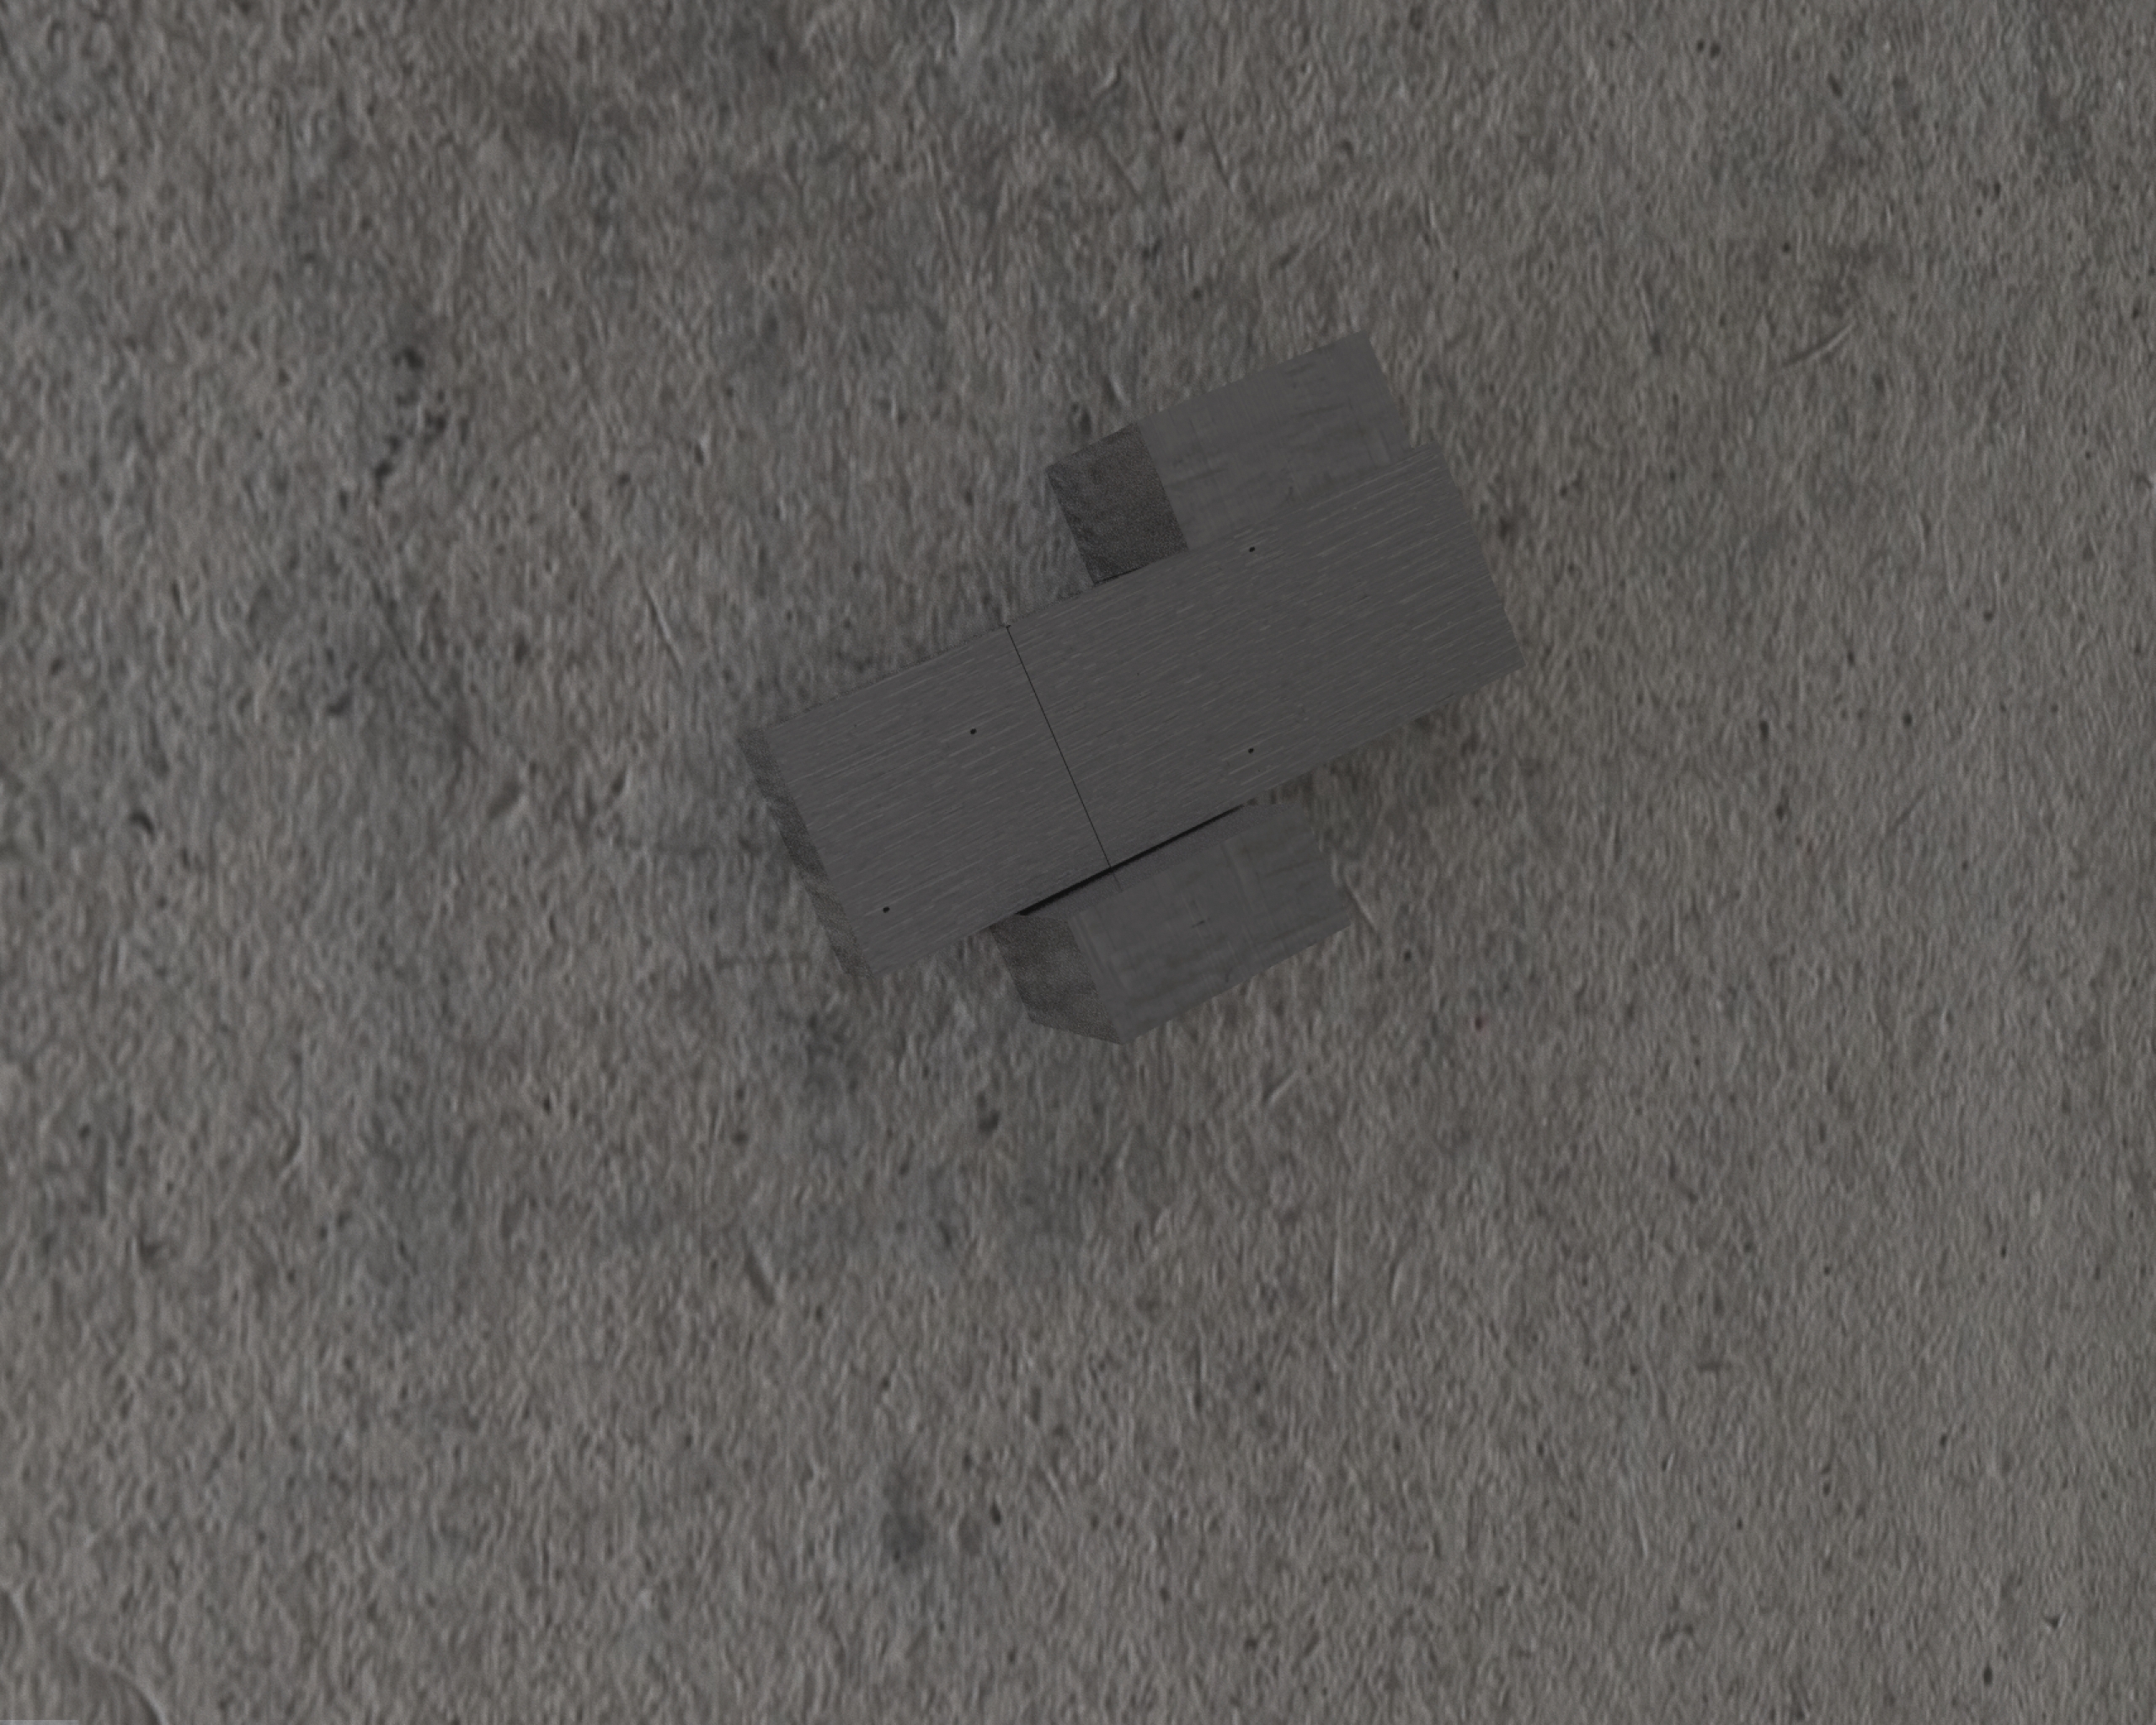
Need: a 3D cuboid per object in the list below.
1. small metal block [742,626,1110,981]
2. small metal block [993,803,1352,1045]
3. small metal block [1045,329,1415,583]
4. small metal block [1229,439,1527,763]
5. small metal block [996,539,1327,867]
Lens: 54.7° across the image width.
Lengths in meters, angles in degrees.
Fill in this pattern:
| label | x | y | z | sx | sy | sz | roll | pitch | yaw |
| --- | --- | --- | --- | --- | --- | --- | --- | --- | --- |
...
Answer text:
| label | x | y | z | sx | sy | sz | roll | pitch | yaw |
| --- | --- | --- | --- | --- | --- | --- | --- | --- | --- |
| small metal block | -0.030 | -0.011 | 0.398 | 0.050 | 0.025 | 0.050 | -26 | 99 | -18 |
| small metal block | 0.016 | 0.011 | 0.401 | 0.050 | 0.050 | 0.025 | -26 | 99 | -18 |
| small metal block | 0.028 | -0.078 | 0.406 | 0.050 | 0.050 | 0.025 | -26 | 99 | -18 |
| small metal block | 0.057 | -0.053 | 0.430 | 0.050 | 0.025 | 0.050 | -26 | 99 | -18 |
| small metal block | 0.014 | -0.032 | 0.414 | 0.050 | 0.025 | 0.050 | -26 | 99 | -18 |
